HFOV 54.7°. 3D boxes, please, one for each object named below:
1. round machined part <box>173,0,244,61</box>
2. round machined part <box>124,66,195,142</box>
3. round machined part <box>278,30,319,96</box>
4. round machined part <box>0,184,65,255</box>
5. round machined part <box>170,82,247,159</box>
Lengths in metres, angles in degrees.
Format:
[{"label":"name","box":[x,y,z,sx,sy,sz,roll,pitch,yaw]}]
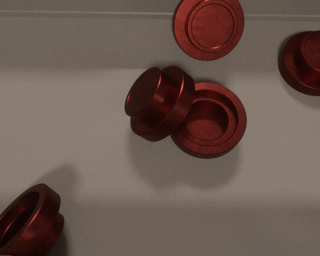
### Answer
[{"label":"round machined part","box":[0.068,-0.141,0.425,0.099,0.042,0.097,-2,113,-4]},{"label":"round machined part","box":[-0.007,-0.036,0.382,0.042,0.098,0.098,31,68,-31]},{"label":"round machined part","box":[0.224,-0.098,0.439,0.099,0.042,0.098,0,70,-1]},{"label":"round machined part","box":[-0.145,0.113,0.339,0.098,0.098,0.042,-48,116,-16]},{"label":"round machined part","box":[0.059,-0.007,0.404,0.099,0.042,0.098,0,70,-1]}]
